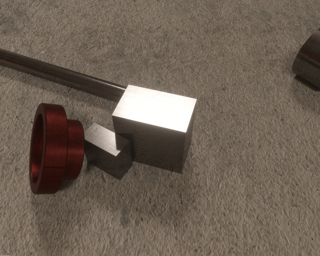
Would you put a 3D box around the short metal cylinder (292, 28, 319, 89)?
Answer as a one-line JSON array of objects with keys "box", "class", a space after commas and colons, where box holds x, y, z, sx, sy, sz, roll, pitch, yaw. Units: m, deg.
[{"box": [0.244, -0.103, 0.457, 0.081, 0.080, 0.050, -32, 57, -24], "class": "short metal cylinder"}]

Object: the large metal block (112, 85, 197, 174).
[{"box": [-0.005, 0.003, 0.365, 0.080, 0.080, 0.050, 13, 51, 10], "class": "large metal block"}]

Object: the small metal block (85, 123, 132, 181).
[{"box": [-0.062, 0.028, 0.363, 0.050, 0.050, 0.025, 26, 54, 19], "class": "small metal block"}]

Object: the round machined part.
[{"box": [-0.114, 0.023, 0.342, 0.042, 0.097, 0.098, 5, 45, -30], "class": "round machined part"}]

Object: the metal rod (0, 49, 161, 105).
[{"box": [-0.139, -0.076, 0.465, 0.301, 0.025, 0.025, 18, 52, 14], "class": "metal rod"}]
